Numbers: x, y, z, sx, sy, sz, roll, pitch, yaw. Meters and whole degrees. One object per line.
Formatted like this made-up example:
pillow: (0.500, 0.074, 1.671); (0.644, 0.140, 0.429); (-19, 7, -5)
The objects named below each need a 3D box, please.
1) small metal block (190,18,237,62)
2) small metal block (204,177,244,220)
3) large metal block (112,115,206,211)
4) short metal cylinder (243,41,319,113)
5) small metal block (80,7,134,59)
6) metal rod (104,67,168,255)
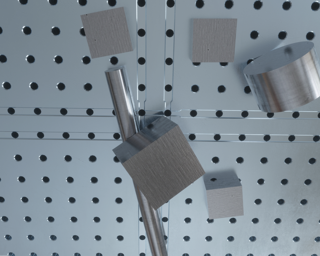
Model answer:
small metal block: (0.064, -0.107, 0.375); (0.050, 0.025, 0.050); (0, 110, -1)
small metal block: (0.093, 0.103, 0.453); (0.050, 0.025, 0.050); (-8, 110, 2)
large metal block: (-0.001, 0.043, 0.399); (0.080, 0.050, 0.080); (-35, 115, -9)
short metal cylinder: (0.146, -0.060, 0.364); (0.080, 0.080, 0.050); (-26, 108, 9)
small metal block: (-0.061, -0.114, 0.371); (0.050, 0.025, 0.050); (-10, 110, 3)
metal rod: (-0.028, 0.064, 0.436); (0.025, 0.025, 0.298); (-11, 110, 3)
